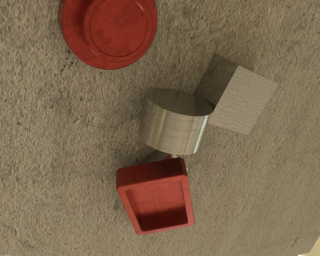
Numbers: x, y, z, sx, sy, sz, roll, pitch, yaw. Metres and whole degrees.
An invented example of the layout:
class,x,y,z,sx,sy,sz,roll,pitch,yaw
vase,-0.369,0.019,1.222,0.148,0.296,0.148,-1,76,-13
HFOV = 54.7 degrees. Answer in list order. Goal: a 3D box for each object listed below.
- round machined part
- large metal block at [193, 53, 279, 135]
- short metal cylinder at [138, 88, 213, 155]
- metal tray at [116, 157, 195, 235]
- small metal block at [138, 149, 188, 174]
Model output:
class,x,y,z,sx,sy,sz,roll,pitch,yaw
round machined part,-0.047,-0.104,0.307,0.099,0.042,0.097,-14,125,-21
large metal block,0.097,-0.044,0.419,0.081,0.050,0.080,14,111,-34
short metal cylinder,0.018,-0.010,0.376,0.081,0.080,0.050,0,119,-29
metal tray,-0.002,0.100,0.436,0.091,0.030,0.129,-11,134,1
small metal block,0.005,0.057,0.446,0.050,0.025,0.050,-39,130,-2
